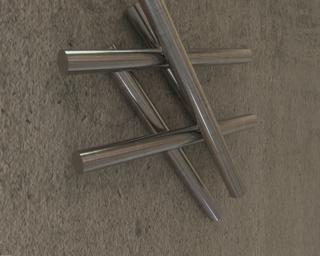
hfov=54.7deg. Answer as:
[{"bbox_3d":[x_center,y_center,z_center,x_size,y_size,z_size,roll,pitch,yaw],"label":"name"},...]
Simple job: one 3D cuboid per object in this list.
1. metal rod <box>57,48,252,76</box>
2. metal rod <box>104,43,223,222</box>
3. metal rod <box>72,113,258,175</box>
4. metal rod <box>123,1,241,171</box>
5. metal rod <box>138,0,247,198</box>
[{"bbox_3d":[0.020,-0.088,0.393,0.302,0.025,0.025,-13,98,-40],"label":"metal rod"},{"bbox_3d":[0.012,0.022,0.418,0.025,0.025,0.299,-49,119,-29],"label":"metal rod"},{"bbox_3d":[0.032,0.012,0.403,0.302,0.025,0.025,-11,98,-40],"label":"metal rod"},{"bbox_3d":[0.043,-0.040,0.444,0.025,0.025,0.299,-51,120,-28],"label":"metal rod"},{"bbox_3d":[0.046,-0.032,0.382,0.025,0.025,0.299,-42,116,-32],"label":"metal rod"}]
